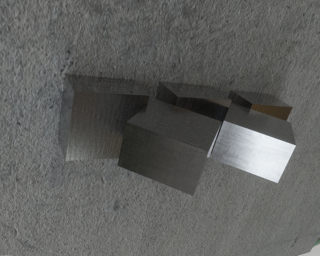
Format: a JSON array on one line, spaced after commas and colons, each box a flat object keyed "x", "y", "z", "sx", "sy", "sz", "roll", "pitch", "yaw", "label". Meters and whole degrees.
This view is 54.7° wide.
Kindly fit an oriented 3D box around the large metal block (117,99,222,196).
[{"x": 0.013, "y": 0.015, "z": 0.326, "sx": 0.080, "sy": 0.080, "sz": 0.050, "roll": -47, "pitch": 155, "yaw": -62, "label": "large metal block"}]

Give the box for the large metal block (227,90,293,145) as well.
[{"x": 0.137, "y": -0.008, "z": 0.465, "sx": 0.081, "sy": 0.050, "sz": 0.079, "roll": 1, "pitch": 118, "yaw": -30, "label": "large metal block"}]

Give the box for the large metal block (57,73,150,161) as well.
[{"x": -0.066, "y": -0.012, "z": 0.350, "sx": 0.081, "sy": 0.050, "sz": 0.079, "roll": 0, "pitch": 118, "yaw": -29, "label": "large metal block"}]

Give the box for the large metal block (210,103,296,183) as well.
[{"x": 0.115, "y": 0.014, "z": 0.385, "sx": 0.080, "sy": 0.080, "sz": 0.050, "roll": 20, "pitch": 114, "yaw": 11, "label": "large metal block"}]

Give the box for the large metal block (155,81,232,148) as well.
[{"x": 0.035, "y": -0.012, "z": 0.406, "sx": 0.081, "sy": 0.050, "sz": 0.079, "roll": 1, "pitch": 118, "yaw": -29, "label": "large metal block"}]
